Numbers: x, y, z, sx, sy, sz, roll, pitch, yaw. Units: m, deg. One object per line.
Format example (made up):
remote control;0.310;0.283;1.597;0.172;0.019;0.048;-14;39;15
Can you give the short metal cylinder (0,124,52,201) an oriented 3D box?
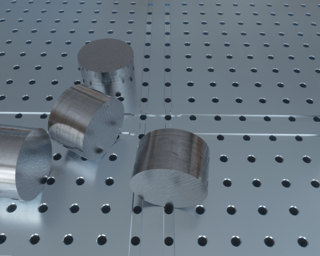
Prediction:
short metal cylinder;-0.160;0.037;0.339;0.050;0.080;0.080;6;50;5

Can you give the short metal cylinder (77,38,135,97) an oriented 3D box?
short metal cylinder;-0.079;-0.090;0.466;0.081;0.050;0.080;0;50;0

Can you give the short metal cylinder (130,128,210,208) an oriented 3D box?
short metal cylinder;0.012;0.045;0.334;0.080;0.080;0.050;6;50;5

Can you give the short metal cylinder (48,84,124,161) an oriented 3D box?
short metal cylinder;-0.087;-0.007;0.377;0.050;0.080;0.080;24;54;18
